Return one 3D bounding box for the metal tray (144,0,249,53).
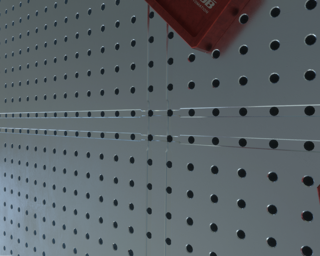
[{"bbox_3d":[0.038,-0.166,0.375,0.090,0.030,0.130,-52,60,27],"label":"metal tray"}]

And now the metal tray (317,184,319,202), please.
[{"bbox_3d":[0.189,0.104,0.250,0.090,0.030,0.129,-12,82,39],"label":"metal tray"}]
